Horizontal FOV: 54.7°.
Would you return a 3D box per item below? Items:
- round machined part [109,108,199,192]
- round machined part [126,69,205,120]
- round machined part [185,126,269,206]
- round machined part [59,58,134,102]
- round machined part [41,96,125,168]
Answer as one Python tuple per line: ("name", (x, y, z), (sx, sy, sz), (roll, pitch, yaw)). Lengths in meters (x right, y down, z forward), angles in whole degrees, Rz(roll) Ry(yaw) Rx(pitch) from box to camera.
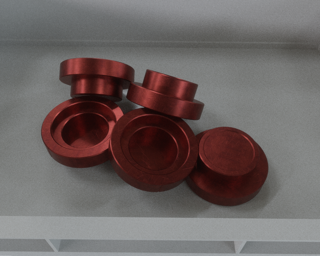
("round machined part", (-0.009, 0.028, 0.353), (0.099, 0.042, 0.098), (8, 55, -11))
("round machined part", (0.010, -0.045, 0.395), (0.099, 0.042, 0.098), (16, 10, -3))
("round machined part", (0.077, 0.037, 0.361), (0.099, 0.042, 0.098), (0, 50, 0))
("round machined part", (-0.085, -0.060, 0.418), (0.099, 0.098, 0.042), (2, 86, 1))
("round machined part", (-0.090, 0.009, 0.382), (0.099, 0.042, 0.098), (0, 50, 0))
